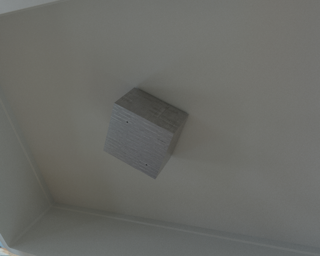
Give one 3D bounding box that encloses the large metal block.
[{"bbox_3d":[-0.020,0.007,0.403,0.080,0.050,0.079,28,127,10],"label":"large metal block"}]
